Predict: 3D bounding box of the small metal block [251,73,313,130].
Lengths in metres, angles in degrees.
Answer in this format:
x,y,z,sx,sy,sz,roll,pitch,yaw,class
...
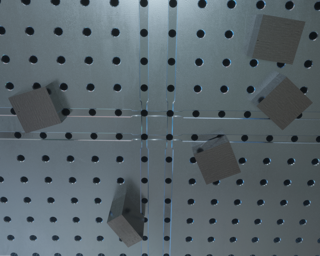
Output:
x,y,z,sx,sy,sz,roll,pitch,yaw,class
0.157,-0.034,0.402,0.050,0.025,0.050,40,105,-13,small metal block

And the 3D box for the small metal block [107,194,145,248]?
x,y,z,sx,sy,sz,roll,pitch,yaw,class
-0.048,0.133,0.449,0.025,0.050,0.050,-32,107,11,small metal block

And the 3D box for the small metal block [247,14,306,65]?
x,y,z,sx,sy,sz,roll,pitch,yaw,class
0.139,-0.107,0.375,0.050,0.025,0.050,8,110,-3,small metal block

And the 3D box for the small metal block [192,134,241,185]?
x,y,z,sx,sy,sz,roll,pitch,yaw,class
0.078,0.044,0.430,0.050,0.025,0.050,-22,109,7,small metal block

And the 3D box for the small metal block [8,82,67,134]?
x,y,z,sx,sy,sz,roll,pitch,yaw,class
-0.157,-0.026,0.403,0.050,0.025,0.050,-16,109,6,small metal block
